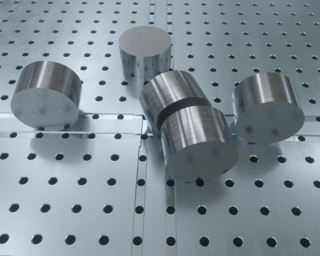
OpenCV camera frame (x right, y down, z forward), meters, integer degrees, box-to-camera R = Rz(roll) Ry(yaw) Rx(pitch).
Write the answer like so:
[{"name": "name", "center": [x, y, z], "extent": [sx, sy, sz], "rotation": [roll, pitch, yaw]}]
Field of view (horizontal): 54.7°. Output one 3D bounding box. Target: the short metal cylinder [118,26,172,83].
[{"name": "short metal cylinder", "center": [-0.023, -0.117, 0.490], "extent": [0.081, 0.050, 0.080], "rotation": [0, 50, 0]}]

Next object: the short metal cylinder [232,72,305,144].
[{"name": "short metal cylinder", "center": [0.134, -0.024, 0.392], "extent": [0.080, 0.080, 0.050], "rotation": [2, 50, 2]}]

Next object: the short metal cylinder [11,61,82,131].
[{"name": "short metal cylinder", "center": [-0.146, -0.040, 0.405], "extent": [0.081, 0.080, 0.050], "rotation": [-3, 50, -3]}]

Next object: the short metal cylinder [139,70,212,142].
[{"name": "short metal cylinder", "center": [0.019, -0.026, 0.394], "extent": [0.081, 0.080, 0.050], "rotation": [-15, 52, -13]}]

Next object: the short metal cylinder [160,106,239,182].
[{"name": "short metal cylinder", "center": [0.043, 0.020, 0.355], "extent": [0.081, 0.080, 0.050], "rotation": [-6, 50, -5]}]
